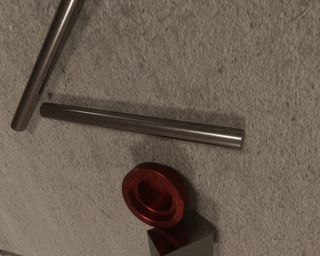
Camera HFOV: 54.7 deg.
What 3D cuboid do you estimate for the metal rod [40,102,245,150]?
[{"bbox_3d":[-0.040,-0.007,0.421,0.301,0.025,0.025,9,122,23],"label":"metal rod"}]

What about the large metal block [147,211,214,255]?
[{"bbox_3d":[0.031,0.182,0.458,0.050,0.081,0.079,-135,33,-54],"label":"large metal block"}]

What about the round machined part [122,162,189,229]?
[{"bbox_3d":[-0.003,0.092,0.448,0.098,0.042,0.097,12,117,24],"label":"round machined part"}]

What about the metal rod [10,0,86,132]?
[{"bbox_3d":[-0.162,-0.088,0.434,0.025,0.025,0.298,42,129,-1],"label":"metal rod"}]
